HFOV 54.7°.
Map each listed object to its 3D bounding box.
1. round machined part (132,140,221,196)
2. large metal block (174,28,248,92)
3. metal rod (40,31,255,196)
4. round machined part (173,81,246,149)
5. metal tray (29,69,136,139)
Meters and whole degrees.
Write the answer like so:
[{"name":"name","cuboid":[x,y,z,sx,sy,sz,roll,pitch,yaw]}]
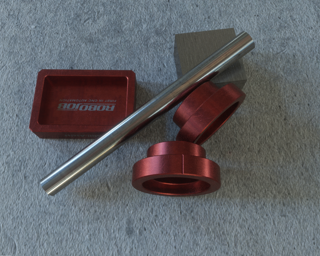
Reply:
[{"name":"round machined part","cuboid":[0.019,0.046,0.353,0.099,0.098,0.042,2,65,0]},{"name":"large metal block","cuboid":[0.066,-0.085,0.427,0.081,0.050,0.080,-7,70,-3]},{"name":"metal rod","cuboid":[-0.014,-0.017,0.374,0.301,0.025,0.025,-36,74,0]},{"name":"round machined part","cuboid":[0.054,-0.018,0.377,0.098,0.098,0.042,-41,75,-13]},{"name":"metal tray","cuboid":[-0.099,-0.032,0.416,0.131,0.030,0.090,1,70,0]}]
